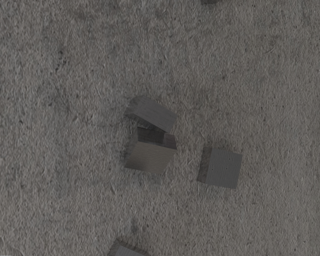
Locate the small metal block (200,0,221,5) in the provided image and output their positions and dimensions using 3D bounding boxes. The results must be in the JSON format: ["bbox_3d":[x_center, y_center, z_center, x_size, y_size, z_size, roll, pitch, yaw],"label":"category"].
[{"bbox_3d":[0.074,-0.203,0.423,0.025,0.050,0.050,-13,95,-20],"label":"small metal block"}]

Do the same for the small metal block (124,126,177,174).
[{"bbox_3d":[-0.013,0.029,0.389,0.050,0.050,0.025,14,40,-20],"label":"small metal block"}]

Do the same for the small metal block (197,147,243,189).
[{"bbox_3d":[0.085,0.057,0.440,0.050,0.025,0.050,14,85,-20],"label":"small metal block"}]

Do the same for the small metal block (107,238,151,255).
[{"bbox_3d":[-0.044,0.177,0.393,0.050,0.025,0.050,31,80,-18],"label":"small metal block"}]

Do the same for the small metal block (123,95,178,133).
[{"bbox_3d":[-0.013,-0.016,0.391,0.050,0.050,0.025,29,80,-18],"label":"small metal block"}]
